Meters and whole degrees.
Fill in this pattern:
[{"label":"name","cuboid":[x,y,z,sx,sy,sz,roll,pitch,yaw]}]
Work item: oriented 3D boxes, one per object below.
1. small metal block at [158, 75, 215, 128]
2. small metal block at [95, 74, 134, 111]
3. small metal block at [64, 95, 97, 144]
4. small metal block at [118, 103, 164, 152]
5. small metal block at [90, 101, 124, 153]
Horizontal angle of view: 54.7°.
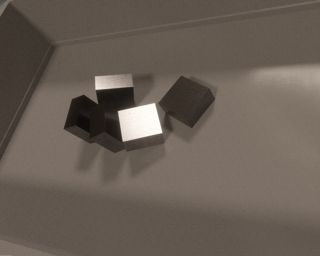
[{"label":"small metal block","cuboid":[0.035,-0.035,0.408,0.050,0.025,0.050,33,80,37]},{"label":"small metal block","cuboid":[-0.063,-0.049,0.440,0.050,0.050,0.025,-6,55,-7]},{"label":"small metal block","cuboid":[-0.106,-0.012,0.448,0.025,0.050,0.050,-14,55,33]},{"label":"small metal block","cuboid":[-0.025,-0.001,0.409,0.050,0.025,0.050,-13,55,-2]},{"label":"small metal block","cuboid":[-0.069,0.000,0.423,0.025,0.050,0.050,-24,53,23]}]
